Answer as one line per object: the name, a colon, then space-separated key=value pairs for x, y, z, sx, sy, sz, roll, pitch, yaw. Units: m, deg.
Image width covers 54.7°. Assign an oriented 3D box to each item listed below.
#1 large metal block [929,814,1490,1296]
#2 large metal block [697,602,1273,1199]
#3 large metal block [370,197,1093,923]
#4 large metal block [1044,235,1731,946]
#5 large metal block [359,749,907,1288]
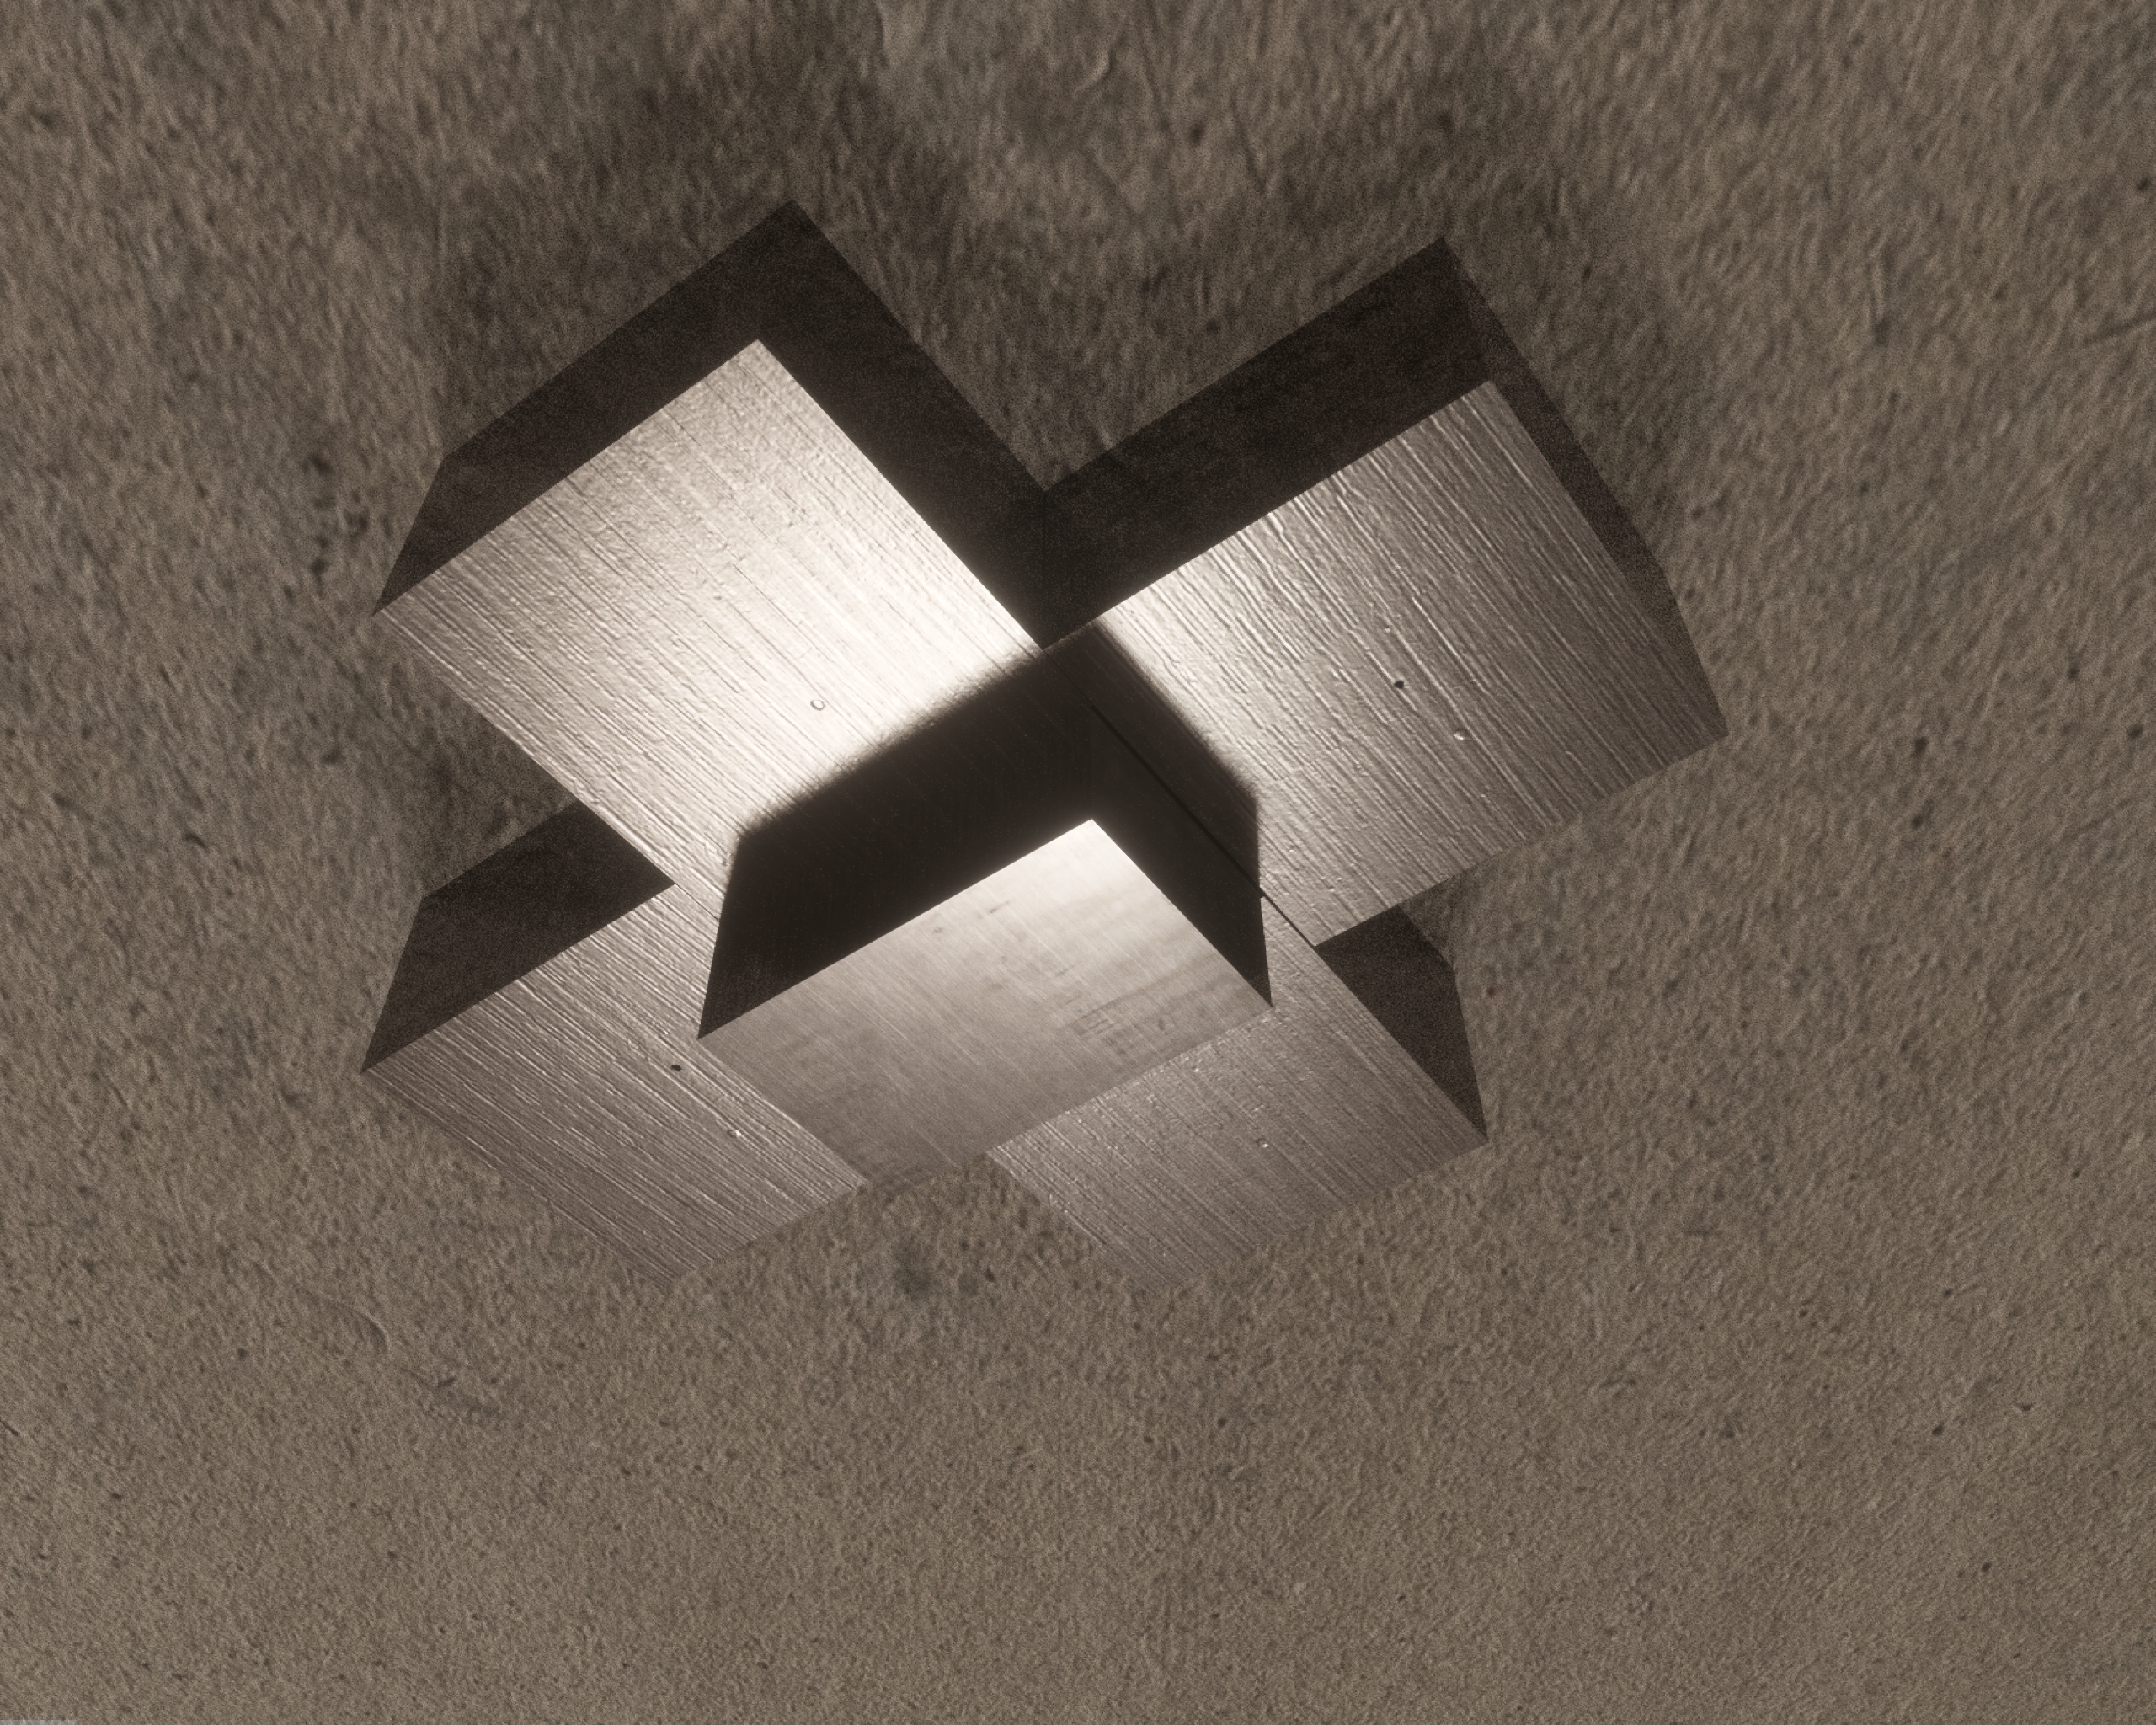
large metal block: x=0.024 y=0.032 z=0.419 sx=0.080 sy=0.050 sz=0.080 roll=-29 pitch=125 yaw=22
large metal block: x=-0.016 y=0.001 z=0.373 sx=0.080 sy=0.080 sz=0.050 roll=-29 pitch=125 yaw=22
large metal block: x=-0.054 y=-0.048 z=0.350 sx=0.080 sy=0.050 sz=0.080 roll=-29 pitch=125 yaw=22
large metal block: x=0.051 y=-0.043 z=0.355 sx=0.080 sy=0.050 sz=0.080 roll=-29 pitch=125 yaw=22
large metal block: x=-0.078 y=0.030 z=0.416 sx=0.080 sy=0.050 sz=0.080 roll=-29 pitch=125 yaw=22
